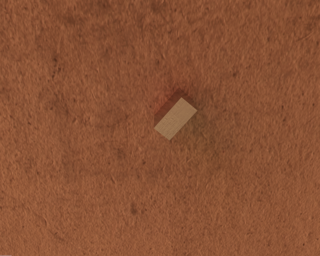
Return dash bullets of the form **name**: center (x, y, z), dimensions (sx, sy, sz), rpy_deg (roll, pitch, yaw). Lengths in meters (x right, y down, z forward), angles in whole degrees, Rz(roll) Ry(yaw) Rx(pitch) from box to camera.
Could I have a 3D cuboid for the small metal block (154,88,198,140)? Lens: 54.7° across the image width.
- **small metal block**: center (0.018, -0.019, 0.390), dimensions (0.025, 0.050, 0.050), rpy_deg (38, 105, -13)
